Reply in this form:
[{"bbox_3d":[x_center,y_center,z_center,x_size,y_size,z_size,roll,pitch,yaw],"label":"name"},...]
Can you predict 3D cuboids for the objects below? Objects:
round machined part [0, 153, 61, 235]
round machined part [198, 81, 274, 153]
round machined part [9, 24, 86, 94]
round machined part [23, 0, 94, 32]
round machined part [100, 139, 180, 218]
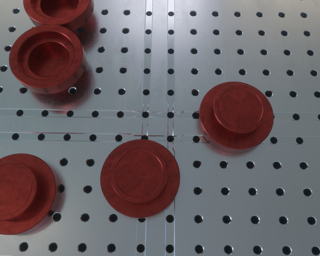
[{"bbox_3d":[-0.175,0.078,0.374,0.099,0.042,0.098,0,70,0],"label":"round machined part"},{"bbox_3d":[0.102,-0.019,0.410,0.099,0.042,0.098,0,70,0],"label":"round machined part"},{"bbox_3d":[-0.153,-0.092,0.435,0.099,0.042,0.098,0,72,0],"label":"round machined part"},{"bbox_3d":[-0.149,-0.183,0.469,0.099,0.042,0.098,0,70,0],"label":"round machined part"},{"bbox_3d":[-0.024,0.060,0.381,0.099,0.042,0.098,0,70,0],"label":"round machined part"}]
